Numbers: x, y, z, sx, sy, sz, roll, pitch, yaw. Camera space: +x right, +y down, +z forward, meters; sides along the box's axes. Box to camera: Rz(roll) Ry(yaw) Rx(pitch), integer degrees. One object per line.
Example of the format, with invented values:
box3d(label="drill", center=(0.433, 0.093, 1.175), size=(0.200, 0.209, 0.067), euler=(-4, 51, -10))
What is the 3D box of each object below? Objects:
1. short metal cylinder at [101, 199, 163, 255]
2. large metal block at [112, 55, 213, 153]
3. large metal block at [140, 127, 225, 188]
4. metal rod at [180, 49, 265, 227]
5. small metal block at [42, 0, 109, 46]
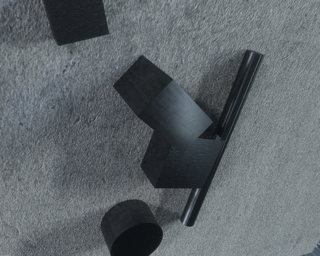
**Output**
box3d(label="short metal cylinder", center=(-0.043, 0.154, 0.463), size=(0.081, 0.050, 0.079), euler=(-14, 124, -21))
box3d(label="large metal block", center=(0.002, -0.028, 0.355), size=(0.050, 0.080, 0.080), euler=(-46, 129, 4))
box3d(label="large metal block", center=(0.030, 0.036, 0.430), size=(0.081, 0.050, 0.079), euler=(7, 115, -32))
box3d(label="metal rod", center=(0.087, 0.030, 0.472), size=(0.025, 0.025, 0.298), euler=(3, 117, -30))
box3d(label="small metal block", center=(-0.081, -0.111, 0.294), size=(0.050, 0.025, 0.050), euler=(-19, 126, -17))
